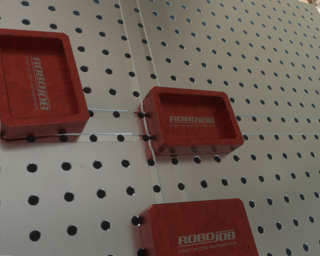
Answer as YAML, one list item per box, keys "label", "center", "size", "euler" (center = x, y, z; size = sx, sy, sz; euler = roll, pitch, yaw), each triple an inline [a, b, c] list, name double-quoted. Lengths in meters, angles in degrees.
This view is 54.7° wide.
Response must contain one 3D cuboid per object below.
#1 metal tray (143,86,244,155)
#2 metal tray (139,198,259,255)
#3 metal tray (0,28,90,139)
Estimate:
- label: "metal tray"
  center: [0.048, -0.010, 0.438]
  size: [0.131, 0.030, 0.090]
  euler: [1, 62, -28]
- label: "metal tray"
  center: [0.047, 0.131, 0.352]
  size: [0.131, 0.030, 0.090]
  euler: [3, 60, -27]
- label: "metal tray"
  center: [-0.143, -0.055, 0.361]
  size: [0.091, 0.030, 0.130]
  euler: [-6, 65, -31]
